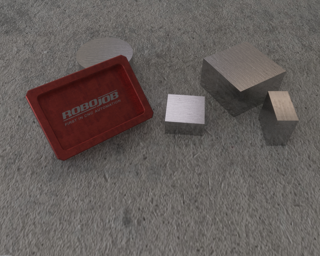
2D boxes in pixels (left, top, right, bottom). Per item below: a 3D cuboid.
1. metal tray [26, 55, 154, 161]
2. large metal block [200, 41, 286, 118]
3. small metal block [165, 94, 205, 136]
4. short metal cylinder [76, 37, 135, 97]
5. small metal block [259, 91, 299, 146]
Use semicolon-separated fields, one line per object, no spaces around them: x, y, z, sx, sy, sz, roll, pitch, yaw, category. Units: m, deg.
-0.085;-0.026;0.389;0.131;0.030;0.090;-27;94;-21;metal tray
0.117;-0.072;0.448;0.081;0.050;0.080;-25;54;-19;large metal block
0.034;-0.018;0.418;0.050;0.025;0.050;4;50;3;small metal block
-0.079;-0.091;0.463;0.081;0.050;0.080;0;50;0;short metal cylinder
0.150;-0.012;0.398;0.025;0.050;0.050;0;50;0;small metal block
